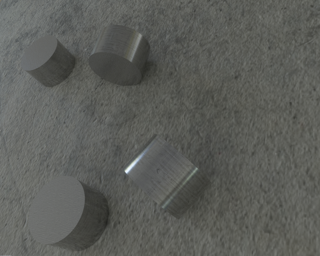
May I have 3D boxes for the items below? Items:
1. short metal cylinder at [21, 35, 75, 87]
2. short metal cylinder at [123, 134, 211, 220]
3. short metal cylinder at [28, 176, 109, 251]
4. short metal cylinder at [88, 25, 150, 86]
[{"bbox_3d":[-0.204,-0.122,0.567,0.080,0.050,0.080,-13,56,20],"label":"short metal cylinder"},{"bbox_3d":[0.007,0.051,0.332,0.050,0.080,0.080,-48,52,-5],"label":"short metal cylinder"},{"bbox_3d":[-0.111,0.105,0.380,0.080,0.050,0.080,-13,56,20],"label":"short metal cylinder"},{"bbox_3d":[-0.060,-0.107,0.464,0.080,0.080,0.050,2,63,29],"label":"short metal cylinder"}]
